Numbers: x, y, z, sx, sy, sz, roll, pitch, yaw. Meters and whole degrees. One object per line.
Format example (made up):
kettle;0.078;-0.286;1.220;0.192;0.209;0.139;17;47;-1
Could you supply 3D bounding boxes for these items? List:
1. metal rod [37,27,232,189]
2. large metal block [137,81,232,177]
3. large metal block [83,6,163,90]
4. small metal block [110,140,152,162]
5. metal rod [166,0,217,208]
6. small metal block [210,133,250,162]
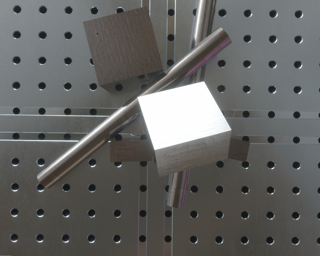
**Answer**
metal rod;-0.037;-0.022;0.398;0.300;0.025;0.025;-38;90;6
large metal block;0.025;0.000;0.352;0.081;0.050;0.080;-14;49;-7
large metal block;-0.045;-0.100;0.400;0.080;0.050;0.080;-14;90;0
small metal block;-0.035;0.028;0.400;0.050;0.050;0.025;-2;90;0
metal rod;0.044;-0.044;0.413;0.025;0.025;0.298;9;90;0
small metal block;0.083;0.024;0.401;0.050;0.050;0.025;13;90;0
